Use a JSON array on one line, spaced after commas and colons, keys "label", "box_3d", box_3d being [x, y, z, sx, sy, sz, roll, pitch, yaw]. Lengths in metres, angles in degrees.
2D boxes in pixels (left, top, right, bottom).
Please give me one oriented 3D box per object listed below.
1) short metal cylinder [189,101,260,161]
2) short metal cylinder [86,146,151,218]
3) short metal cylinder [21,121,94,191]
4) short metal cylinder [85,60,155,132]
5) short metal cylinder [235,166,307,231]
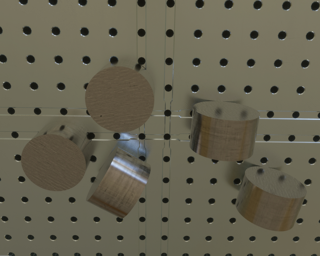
[{"label": "short metal cylinder", "box_3d": [0.079, 0.001, 0.386, 0.081, 0.080, 0.050, 3, 110, -2]}, {"label": "short metal cylinder", "box_3d": [-0.055, 0.071, 0.410, 0.050, 0.080, 0.080, 31, 107, -11]}, {"label": "short metal cylinder", "box_3d": [-0.133, 0.036, 0.412, 0.081, 0.050, 0.079, 0, 110, -1]}, {"label": "short metal cylinder", "box_3d": [-0.047, -0.041, 0.384, 0.081, 0.050, 0.079, 0, 110, 0]}, {"label": "short metal cylinder", "box_3d": [0.149, 0.093, 0.421, 0.081, 0.080, 0.050, 9, 110, -4]}]
